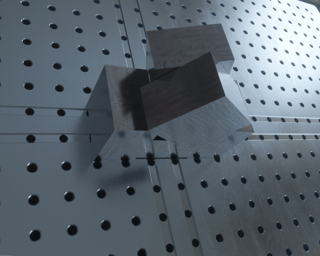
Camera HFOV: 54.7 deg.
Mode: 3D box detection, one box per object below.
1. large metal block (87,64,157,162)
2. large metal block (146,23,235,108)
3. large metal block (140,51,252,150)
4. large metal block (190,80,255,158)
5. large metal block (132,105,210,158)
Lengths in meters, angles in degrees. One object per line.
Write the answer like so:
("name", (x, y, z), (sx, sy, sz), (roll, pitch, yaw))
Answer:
("large metal block", (-0.046, -0.014, 0.358), (0.050, 0.080, 0.080), (2, 61, -28))
("large metal block", (0.028, -0.066, 0.348), (0.081, 0.080, 0.050), (-8, 64, -7))
("large metal block", (0.039, -0.023, 0.323), (0.080, 0.080, 0.050), (30, 42, -54))
("large metal block", (0.071, -0.012, 0.420), (0.050, 0.080, 0.080), (4, 60, -27))
("large metal block", (0.007, -0.008, 0.400), (0.081, 0.050, 0.080), (3, 61, -27))
